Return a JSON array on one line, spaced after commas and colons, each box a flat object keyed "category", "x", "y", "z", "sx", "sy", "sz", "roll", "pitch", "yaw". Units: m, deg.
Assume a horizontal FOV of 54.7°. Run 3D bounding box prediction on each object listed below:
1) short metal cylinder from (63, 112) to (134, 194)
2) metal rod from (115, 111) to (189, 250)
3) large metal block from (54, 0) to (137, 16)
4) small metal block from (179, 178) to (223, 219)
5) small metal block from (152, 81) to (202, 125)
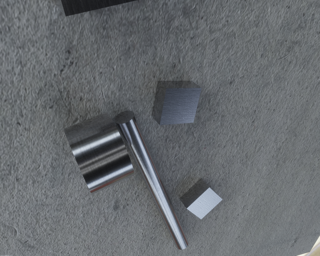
[{"category": "short metal cylinder", "x": -0.069, "y": 0.028, "z": 0.352, "sx": 0.050, "sy": 0.080, "sz": 0.080, "roll": -23, "pitch": 127, "yaw": -15}, {"category": "metal rod", "x": -0.002, "y": 0.097, "z": 0.467, "sx": 0.025, "sy": 0.025, "sz": 0.299, "roll": -29, "pitch": 129, "yaw": -11}, {"category": "large metal block", "x": -0.058, "y": -0.151, "z": 0.267, "sx": 0.081, "sy": 0.050, "sz": 0.079, "roll": -20, "pitch": 127, "yaw": -17}, {"category": "small metal block", "x": 0.069, "y": 0.120, "z": 0.521, "sx": 0.050, "sy": 0.025, "sz": 0.050, "roll": -44, "pitch": 130, "yaw": 2}, {"category": "small metal block", "x": 0.021, "y": -0.033, "z": 0.399, "sx": 0.050, "sy": 0.025, "sz": 0.050, "roll": -5, "pitch": 121, "yaw": -27}]
